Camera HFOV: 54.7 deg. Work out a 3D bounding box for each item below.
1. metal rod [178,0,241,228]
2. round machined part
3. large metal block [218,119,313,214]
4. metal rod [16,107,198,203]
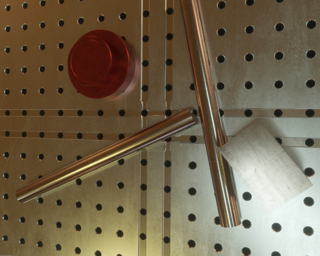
[{"bbox_3d":[0.061,-0.028,0.390,0.025,0.025,0.298,-12,86,19],"label":"metal rod"},{"bbox_3d":[-0.088,-0.090,0.434,0.098,0.042,0.097,0,90,19],"label":"round machined part"},{"bbox_3d":[0.115,0.038,0.343,0.050,0.080,0.080,-40,78,15],"label":"large metal block"},{"bbox_3d":[-0.086,0.045,0.441,0.300,0.025,0.025,-25,82,17],"label":"metal rod"}]
